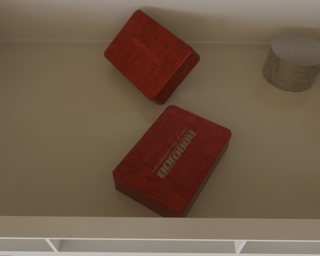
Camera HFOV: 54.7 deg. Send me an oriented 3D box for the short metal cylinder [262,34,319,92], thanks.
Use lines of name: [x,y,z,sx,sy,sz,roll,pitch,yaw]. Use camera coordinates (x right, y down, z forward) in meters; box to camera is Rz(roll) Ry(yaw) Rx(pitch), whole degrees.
short metal cylinder: [0.205,-0.101,0.477,0.081,0.050,0.080,0,50,0]

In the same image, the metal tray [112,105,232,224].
metal tray: [0.018,0.037,0.371,0.090,0.030,0.130,26,54,19]

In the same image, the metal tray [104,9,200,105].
metal tray: [-0.016,-0.107,0.459,0.090,0.030,0.130,-50,59,10]
